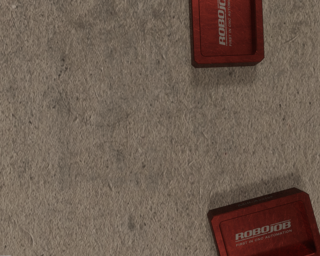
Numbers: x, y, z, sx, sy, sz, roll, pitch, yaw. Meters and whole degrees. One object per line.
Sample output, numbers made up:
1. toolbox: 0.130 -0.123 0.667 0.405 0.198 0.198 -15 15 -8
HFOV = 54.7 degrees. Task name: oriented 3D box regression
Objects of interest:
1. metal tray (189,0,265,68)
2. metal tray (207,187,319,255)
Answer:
1. metal tray: 0.086 -0.147 0.408 0.091 0.030 0.129 -2 90 -1
2. metal tray: 0.138 0.140 0.409 0.131 0.030 0.089 -15 90 -1
